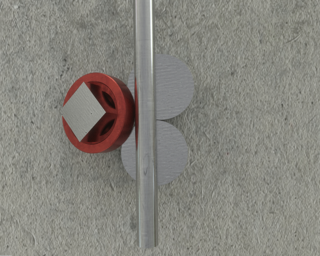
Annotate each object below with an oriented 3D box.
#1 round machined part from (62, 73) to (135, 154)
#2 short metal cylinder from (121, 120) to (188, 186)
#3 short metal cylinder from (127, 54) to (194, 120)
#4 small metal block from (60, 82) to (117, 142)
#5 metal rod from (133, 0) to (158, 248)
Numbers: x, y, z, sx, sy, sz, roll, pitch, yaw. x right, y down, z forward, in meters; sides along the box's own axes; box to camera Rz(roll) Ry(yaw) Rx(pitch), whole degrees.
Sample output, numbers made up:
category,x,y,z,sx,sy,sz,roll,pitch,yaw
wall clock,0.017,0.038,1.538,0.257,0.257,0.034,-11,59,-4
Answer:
category,x,y,z,sx,sy,sz,roll,pitch,yaw
round machined part,-0.072,-0.017,0.389,0.098,0.042,0.097,-1,87,29
short metal cylinder,-0.007,0.030,0.398,0.081,0.050,0.080,0,89,0
short metal cylinder,0.001,-0.050,0.399,0.081,0.050,0.079,0,90,0
small metal block,-0.085,-0.018,0.370,0.050,0.025,0.050,-46,68,19
metal rod,-0.017,-0.014,0.361,0.025,0.025,0.298,-1,90,0
